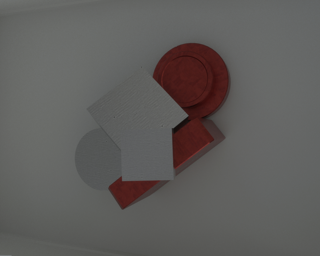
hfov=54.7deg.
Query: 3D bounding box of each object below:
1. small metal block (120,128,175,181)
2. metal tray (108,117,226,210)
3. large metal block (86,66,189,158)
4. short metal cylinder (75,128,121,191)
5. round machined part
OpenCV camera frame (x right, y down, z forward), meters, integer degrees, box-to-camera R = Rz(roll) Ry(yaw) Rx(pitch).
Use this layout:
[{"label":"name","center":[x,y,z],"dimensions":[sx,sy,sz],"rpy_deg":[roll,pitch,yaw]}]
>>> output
[{"label":"small metal block","center":[-0.011,0.026,0.311],"dimensions":[0.050,0.025,0.050],"rpy_deg":[-2,89,6]},{"label":"metal tray","center":[0.012,0.040,0.369],"dimensions":[0.130,0.090,0.030],"rpy_deg":[-39,77,15]},{"label":"large metal block","center":[-0.025,-0.010,0.365],"dimensions":[0.080,0.050,0.080],"rpy_deg":[-39,76,-10]},{"label":"short metal cylinder","center":[-0.066,0.040,0.417],"dimensions":[0.080,0.050,0.079],"rpy_deg":[0,90,19]},{"label":"round machined part","center":[0.036,-0.058,0.386],"dimensions":[0.098,0.042,0.097],"rpy_deg":[0,90,19]}]
